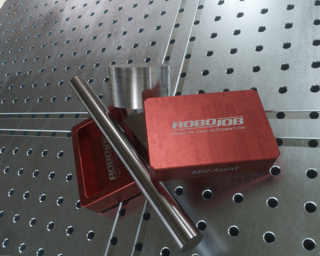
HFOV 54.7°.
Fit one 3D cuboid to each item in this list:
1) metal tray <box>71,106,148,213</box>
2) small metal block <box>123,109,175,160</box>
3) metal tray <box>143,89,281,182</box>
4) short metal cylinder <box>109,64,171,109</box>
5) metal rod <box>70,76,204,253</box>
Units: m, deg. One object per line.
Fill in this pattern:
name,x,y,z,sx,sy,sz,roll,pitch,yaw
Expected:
metal tray,-0.067,0.035,0.414,0.090,0.030,0.130,-28,52,10
small metal block,-0.013,0.008,0.388,0.025,0.050,0.050,-42,51,0
metal tray,0.051,0.006,0.337,0.131,0.030,0.090,-5,56,-4
short metal cylinder,-0.026,-0.058,0.409,0.080,0.081,0.050,9,108,32
metal rod,-0.048,0.019,0.378,0.025,0.025,0.300,-41,51,0
